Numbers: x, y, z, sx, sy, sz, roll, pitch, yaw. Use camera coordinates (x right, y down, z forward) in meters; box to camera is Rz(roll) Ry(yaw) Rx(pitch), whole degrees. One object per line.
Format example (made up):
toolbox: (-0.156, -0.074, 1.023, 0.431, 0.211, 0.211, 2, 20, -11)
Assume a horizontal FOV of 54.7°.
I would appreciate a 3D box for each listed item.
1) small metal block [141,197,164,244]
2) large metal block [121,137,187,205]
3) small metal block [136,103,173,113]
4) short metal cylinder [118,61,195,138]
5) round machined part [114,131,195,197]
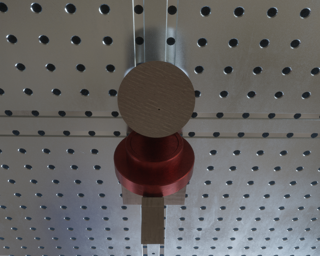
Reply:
small metal block: (-0.009, 0.107, 0.367, 0.025, 0.050, 0.050, 1, 168, -2)
large metal block: (-0.008, 0.056, 0.422, 0.081, 0.080, 0.050, 1, 130, -1)
small metal block: (-0.007, -0.017, 0.396, 0.050, 0.025, 0.050, 0, 130, -1)
short metal cylinder: (-0.004, -0.033, 0.345, 0.081, 0.050, 0.079, 0, 100, -1)
round machined part: (-0.007, 0.032, 0.377, 0.099, 0.098, 0.042, 1, 130, -1)
